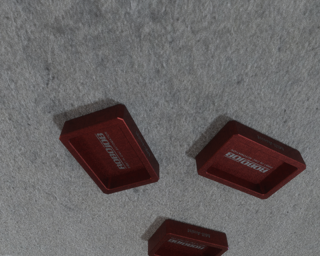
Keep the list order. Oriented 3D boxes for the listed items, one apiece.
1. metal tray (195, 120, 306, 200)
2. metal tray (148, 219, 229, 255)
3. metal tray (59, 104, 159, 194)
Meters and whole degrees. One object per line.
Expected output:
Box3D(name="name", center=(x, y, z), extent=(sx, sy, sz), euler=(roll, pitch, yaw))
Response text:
Box3D(name="metal tray", center=(0.129, 0.050, 0.448), extent=(0.131, 0.030, 0.089), euler=(23, 126, -19))
Box3D(name="metal tray", center=(0.053, 0.225, 0.596), extent=(0.131, 0.030, 0.089), euler=(19, 127, -16))
Box3D(name="metal tray", center=(-0.065, 0.035, 0.432), extent=(0.090, 0.030, 0.130), euler=(-17, 129, 13))
